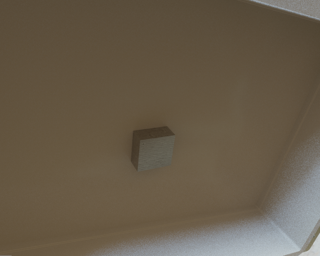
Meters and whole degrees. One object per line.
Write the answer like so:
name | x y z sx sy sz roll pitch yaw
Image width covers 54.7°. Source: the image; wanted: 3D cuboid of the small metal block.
small metal block | -0.010 0.028 0.422 0.050 0.025 0.050 -8 122 -25
